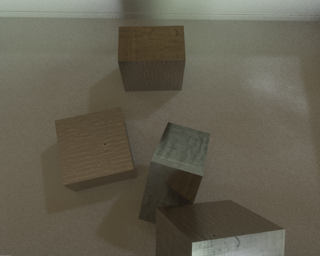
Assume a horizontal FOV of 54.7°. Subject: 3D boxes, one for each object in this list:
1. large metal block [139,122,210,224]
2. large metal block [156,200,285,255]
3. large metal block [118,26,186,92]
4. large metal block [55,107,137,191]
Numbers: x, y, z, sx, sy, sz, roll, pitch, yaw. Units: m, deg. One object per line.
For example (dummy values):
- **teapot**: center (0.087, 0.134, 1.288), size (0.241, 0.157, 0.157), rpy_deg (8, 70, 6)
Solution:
- **large metal block**: center (0.017, 0.052, 0.344), size (0.050, 0.079, 0.080), rpy_deg (16, 31, 6)
- **large metal block**: center (0.047, 0.102, 0.270), size (0.081, 0.080, 0.050), rpy_deg (-1, 94, -19)
- **large metal block**: center (-0.010, -0.090, 0.413), size (0.081, 0.080, 0.050), rpy_deg (-1, 70, -1)
- **large metal block**: center (-0.078, 0.027, 0.386), size (0.081, 0.050, 0.080), rpy_deg (-12, 71, -5)
